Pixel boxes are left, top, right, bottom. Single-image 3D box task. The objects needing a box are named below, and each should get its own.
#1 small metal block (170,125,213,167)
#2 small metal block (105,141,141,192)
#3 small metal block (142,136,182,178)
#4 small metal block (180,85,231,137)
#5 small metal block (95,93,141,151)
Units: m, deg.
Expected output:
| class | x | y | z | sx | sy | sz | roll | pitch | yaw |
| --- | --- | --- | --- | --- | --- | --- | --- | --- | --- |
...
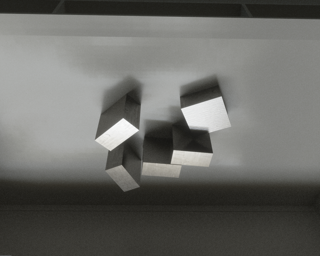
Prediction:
| class | x | y | z | sx | sy | sz | roll | pitch | yaw |
| --- | --- | --- | --- | --- | --- | --- | --- | --- | --- |
| small metal block | 0.040 | 0.023 | 0.413 | 0.050 | 0.050 | 0.025 | 5 | 130 | -5 |
| small metal block | -0.050 | 0.053 | 0.437 | 0.025 | 0.050 | 0.050 | -20 | 128 | 16 |
| small metal block | 0.002 | 0.039 | 0.426 | 0.050 | 0.050 | 0.025 | 5 | 130 | -5 |
| small metal block | 0.058 | -0.021 | 0.393 | 0.050 | 0.025 | 0.050 | -17 | 129 | 13 |
| small metal block | -0.052 | -0.007 | 0.386 | 0.050 | 0.050 | 0.025 | -35 | 122 | 26 |
